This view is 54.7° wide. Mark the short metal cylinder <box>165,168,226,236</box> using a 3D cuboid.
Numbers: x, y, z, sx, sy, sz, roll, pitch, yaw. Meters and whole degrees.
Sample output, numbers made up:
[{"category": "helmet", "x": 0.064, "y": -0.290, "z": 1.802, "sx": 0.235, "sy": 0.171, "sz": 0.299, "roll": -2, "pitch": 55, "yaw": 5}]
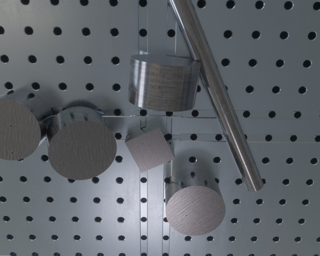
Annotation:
[{"category": "short metal cylinder", "x": 0.048, "y": 0.104, "z": 0.439, "sx": 0.081, "sy": 0.050, "sz": 0.079, "roll": 0, "pitch": 110, "yaw": 0}]

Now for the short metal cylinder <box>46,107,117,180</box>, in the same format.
[{"category": "short metal cylinder", "x": -0.100, "y": 0.019, "z": 0.393, "sx": 0.081, "sy": 0.050, "sz": 0.079, "roll": -9, "pitch": 116, "yaw": -19}]

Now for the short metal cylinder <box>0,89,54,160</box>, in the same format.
[{"category": "short metal cylinder", "x": -0.184, "y": -0.005, "z": 0.396, "sx": 0.081, "sy": 0.050, "sz": 0.079, "roll": 0, "pitch": 110, "yaw": 0}]

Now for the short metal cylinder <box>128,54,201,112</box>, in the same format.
[{"category": "short metal cylinder", "x": 0.004, "y": -0.055, "z": 0.364, "sx": 0.081, "sy": 0.080, "sz": 0.050, "roll": 5, "pitch": 110, "yaw": -2}]

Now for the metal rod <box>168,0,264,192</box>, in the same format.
[{"category": "metal rod", "x": 0.074, "y": -0.043, "z": 0.398, "sx": 0.025, "sy": 0.025, "sz": 0.299, "roll": -23, "pitch": 109, "yaw": 8}]

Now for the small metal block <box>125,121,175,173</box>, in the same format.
[{"category": "small metal block", "x": -0.013, "y": 0.026, "z": 0.423, "sx": 0.050, "sy": 0.025, "sz": 0.050, "roll": -24, "pitch": 109, "yaw": 8}]
